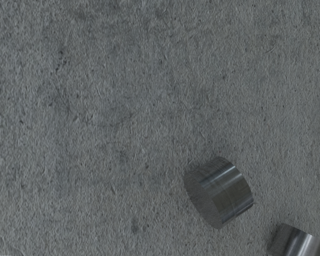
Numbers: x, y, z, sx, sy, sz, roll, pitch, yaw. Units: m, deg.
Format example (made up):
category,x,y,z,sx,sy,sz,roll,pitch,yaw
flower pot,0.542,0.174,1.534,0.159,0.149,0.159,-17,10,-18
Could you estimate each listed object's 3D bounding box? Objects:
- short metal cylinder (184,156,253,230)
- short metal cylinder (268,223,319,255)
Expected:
category,x,y,z,sx,sy,sz,roll,pitch,yaw
short metal cylinder,0.075,0.084,0.407,0.050,0.080,0.080,-28,100,-18
short metal cylinder,0.209,0.183,0.457,0.080,0.080,0.050,32,80,-17
